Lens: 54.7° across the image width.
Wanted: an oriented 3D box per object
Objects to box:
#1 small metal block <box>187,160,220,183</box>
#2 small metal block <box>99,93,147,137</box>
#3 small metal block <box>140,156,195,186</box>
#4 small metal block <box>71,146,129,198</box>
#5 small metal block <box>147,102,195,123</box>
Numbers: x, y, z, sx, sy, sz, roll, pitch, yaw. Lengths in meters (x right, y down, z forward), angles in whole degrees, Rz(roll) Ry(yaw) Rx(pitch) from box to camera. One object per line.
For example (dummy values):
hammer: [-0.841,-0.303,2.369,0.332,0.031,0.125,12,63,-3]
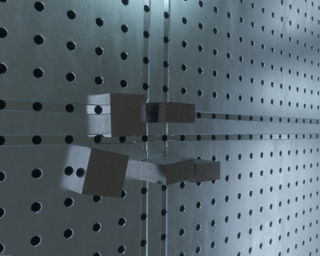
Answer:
small metal block: [0.049,0.059,0.437,0.050,0.050,0.025,1,90,-40]
small metal block: [-0.044,-0.015,0.374,0.050,0.025,0.050,-3,92,-40]
small metal block: [0.010,0.054,0.403,0.050,0.050,0.025,-7,95,-40]
small metal block: [-0.067,0.051,0.354,0.050,0.025,0.050,17,79,-39]
small metal block: [0.010,-0.019,0.403,0.050,0.050,0.025,1,90,-40]
